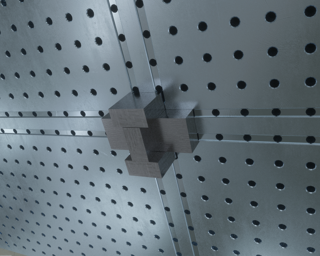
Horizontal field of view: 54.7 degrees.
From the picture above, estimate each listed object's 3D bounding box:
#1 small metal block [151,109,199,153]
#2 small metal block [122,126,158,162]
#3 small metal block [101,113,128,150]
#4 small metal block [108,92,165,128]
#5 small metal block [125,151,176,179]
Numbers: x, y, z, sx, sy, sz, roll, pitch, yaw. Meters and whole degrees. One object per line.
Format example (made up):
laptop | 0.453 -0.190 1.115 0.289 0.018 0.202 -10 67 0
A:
small metal block | 0.019 0.004 0.402 0.050 0.025 0.050 1 119 27
small metal block | -0.020 0.009 0.409 0.025 0.050 0.050 1 119 27
small metal block | -0.048 0.003 0.437 0.050 0.025 0.050 1 119 27
small metal block | -0.028 -0.024 0.393 0.050 0.050 0.025 1 119 27
small metal block | -0.012 0.042 0.426 0.050 0.050 0.025 1 119 27
